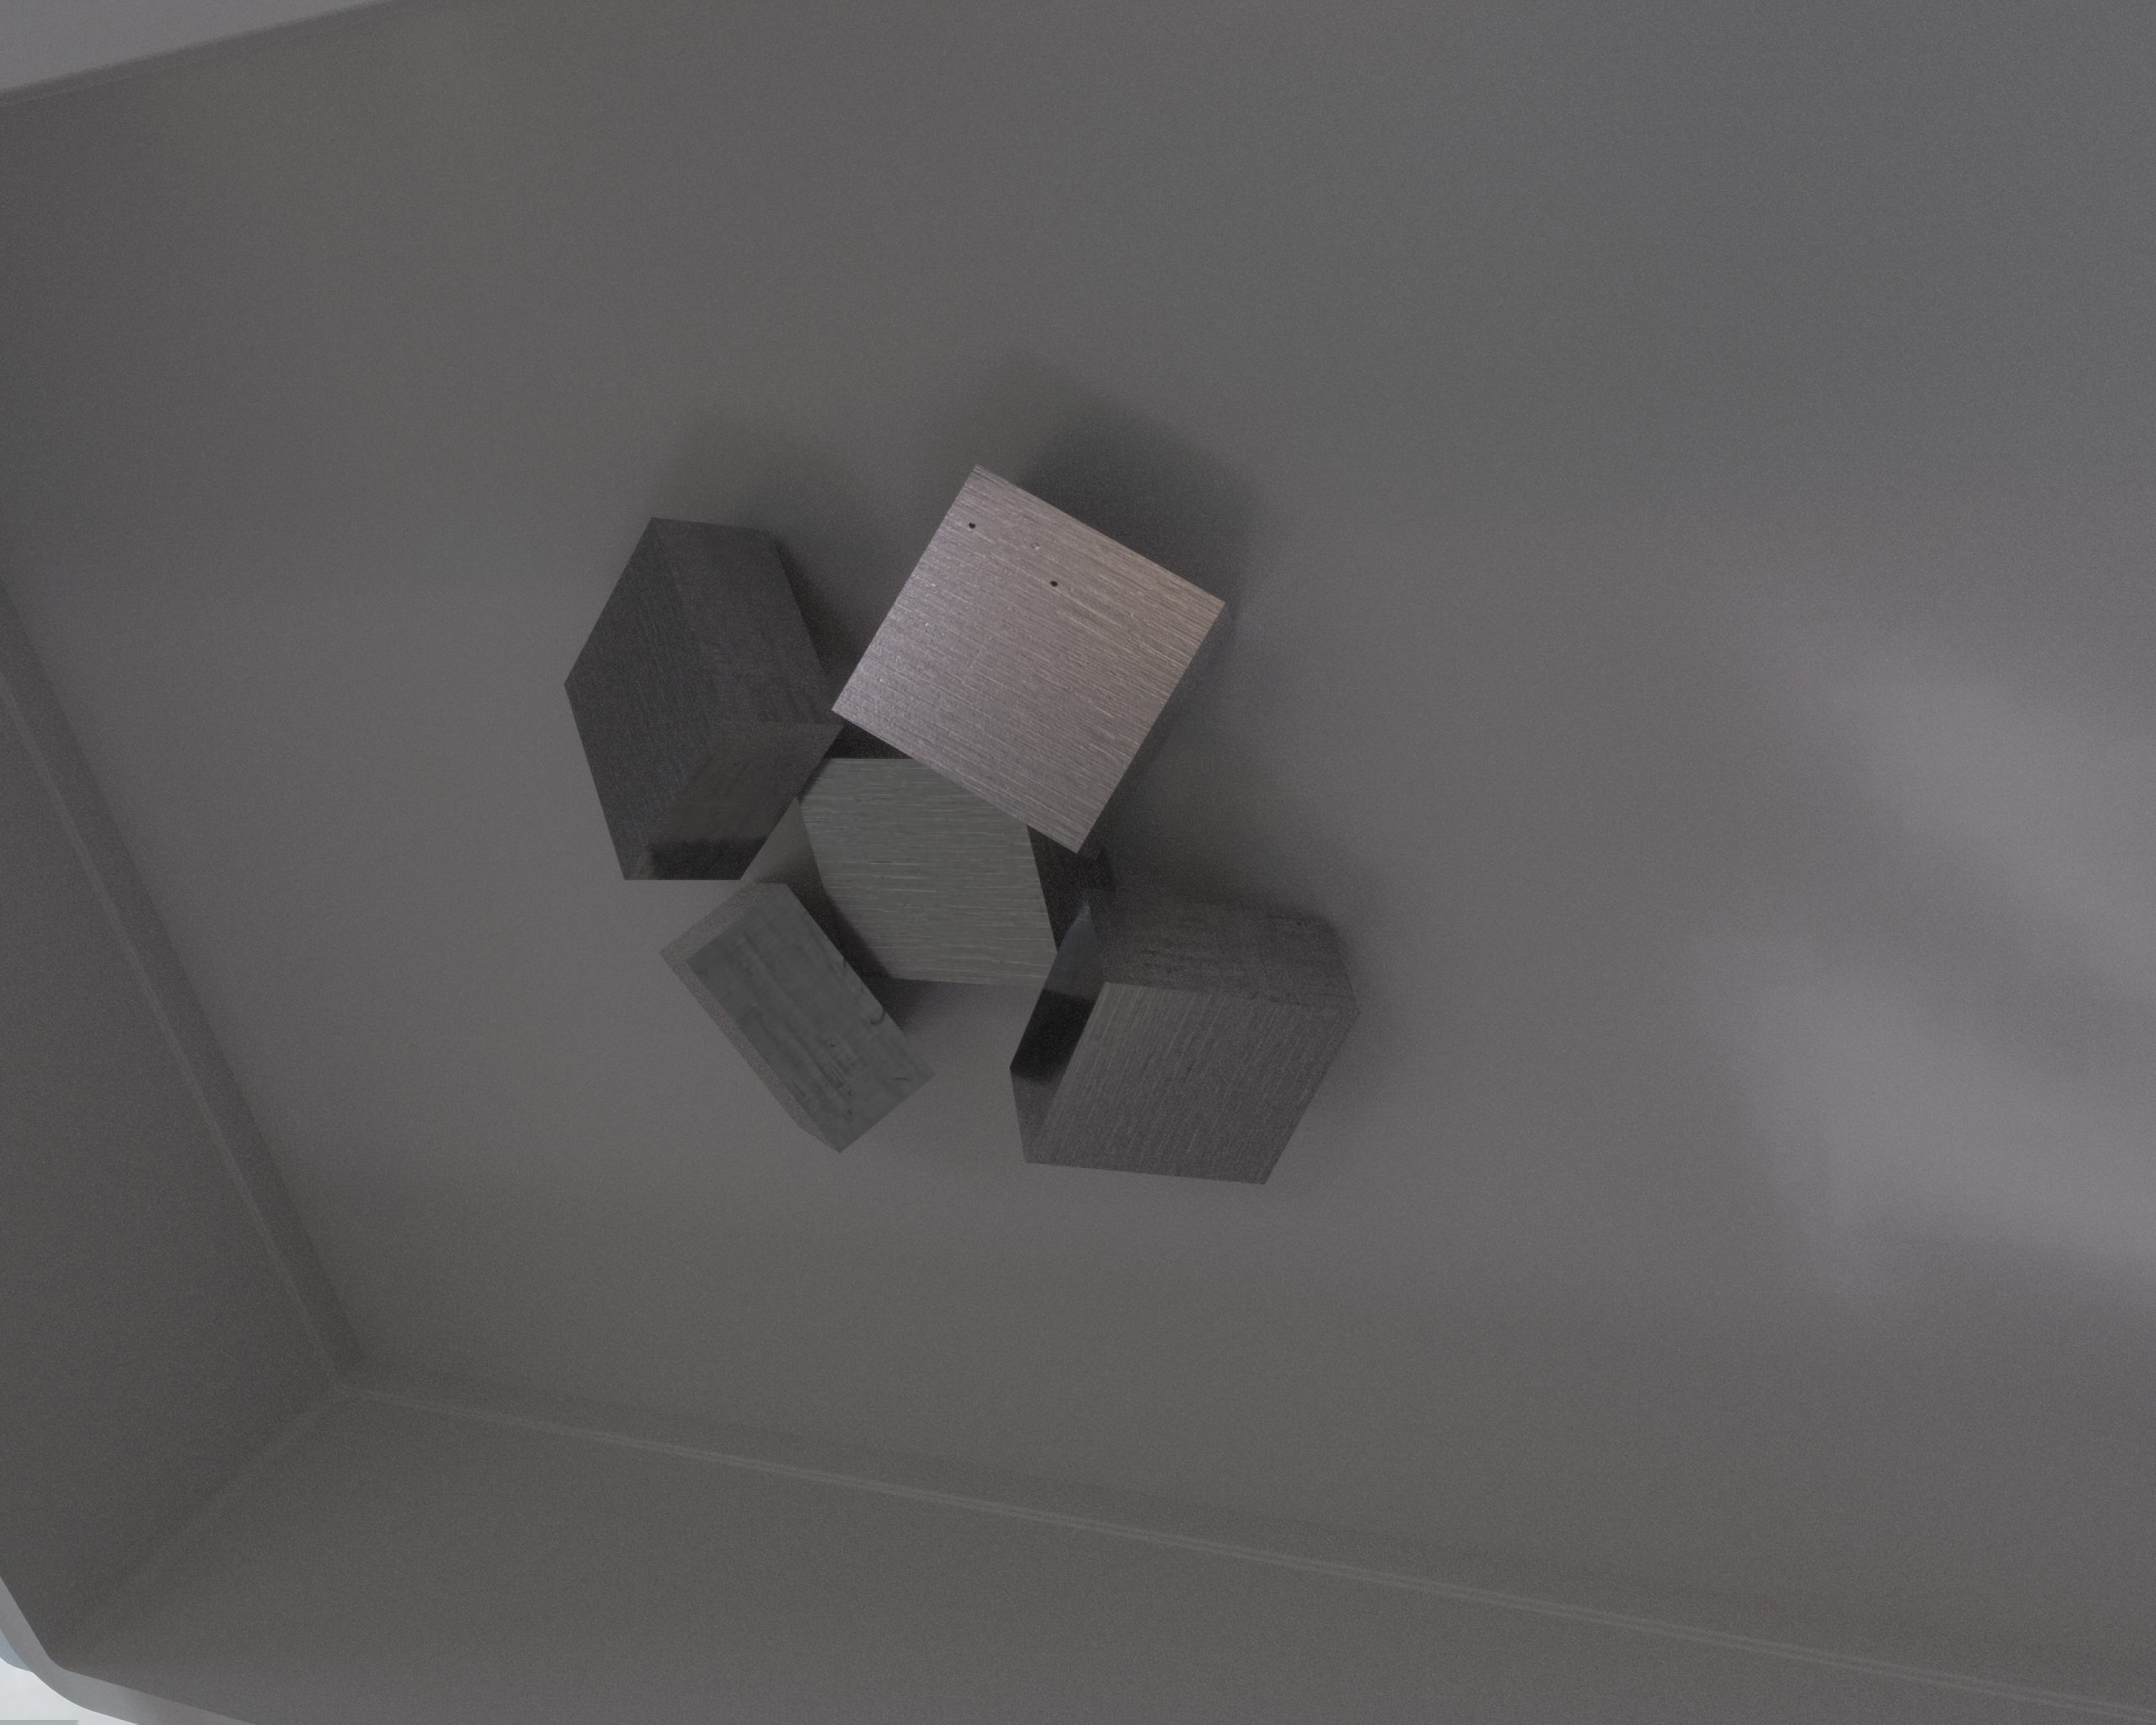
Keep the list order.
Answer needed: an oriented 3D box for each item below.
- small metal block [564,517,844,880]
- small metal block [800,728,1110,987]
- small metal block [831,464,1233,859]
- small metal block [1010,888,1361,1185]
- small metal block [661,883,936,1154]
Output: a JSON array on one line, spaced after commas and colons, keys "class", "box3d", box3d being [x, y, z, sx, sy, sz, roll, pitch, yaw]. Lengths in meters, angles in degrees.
[{"class": "small metal block", "box3d": [-0.075, -0.031, 0.410, 0.050, 0.025, 0.050, -50, 52, 40]}, {"class": "small metal block", "box3d": [-0.024, -0.004, 0.416, 0.050, 0.025, 0.050, 2, 119, 27]}, {"class": "small metal block", "box3d": [-0.007, -0.035, 0.373, 0.050, 0.025, 0.050, 31, 91, 8]}, {"class": "small metal block", "box3d": [0.019, 0.035, 0.403, 0.050, 0.025, 0.050, 8, 130, -18]}, {"class": "small metal block", "box3d": [-0.061, 0.032, 0.443, 0.050, 0.025, 0.050, 53, 166, -10]}]
